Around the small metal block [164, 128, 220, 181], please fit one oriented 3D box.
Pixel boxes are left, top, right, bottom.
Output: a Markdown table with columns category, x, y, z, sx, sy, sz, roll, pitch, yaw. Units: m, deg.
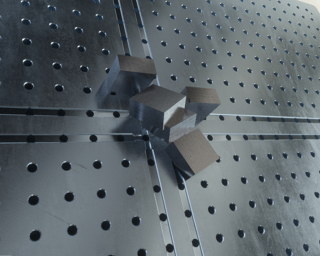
| category | x | y | z | sx | sy | sz | roll | pitch | yaw |
| --- | --- | --- | --- | --- | --- | --- | --- | --- | --- |
| small metal block | 0.043 | 0.034 | 0.412 | 0.050 | 0.025 | 0.050 | -25 | 76 | -37 |

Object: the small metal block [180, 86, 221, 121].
| category | x | y | z | sx | sy | sz | roll | pitch | yaw |
| --- | --- | --- | --- | --- | --- | --- | --- | --- | --- |
| small metal block | 0.049 | -0.033 | 0.440 | 0.050 | 0.050 | 0.025 | 1 | 62 | -28 |

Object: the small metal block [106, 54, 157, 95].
| category | x | y | z | sx | sy | sz | roll | pitch | yaw |
| --- | --- | --- | --- | --- | --- | --- | --- | --- | --- |
| small metal block | -0.039 | -0.070 | 0.415 | 0.050 | 0.050 | 0.025 | 1 | 61 | -28 |

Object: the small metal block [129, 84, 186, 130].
| category | x | y | z | sx | sy | sz | roll | pitch | yaw |
| --- | --- | --- | --- | --- | --- | --- | --- | --- | --- |
| small metal block | -0.003 | -0.028 | 0.388 | 0.050 | 0.025 | 0.050 | 24 | 40 | 25 |

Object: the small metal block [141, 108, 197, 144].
| category | x | y | z | sx | sy | sz | roll | pitch | yaw |
| --- | --- | --- | --- | --- | --- | --- | --- | --- | --- |
| small metal block | 0.011 | -0.010 | 0.408 | 0.050 | 0.025 | 0.050 | 32 | 44 | 33 |
